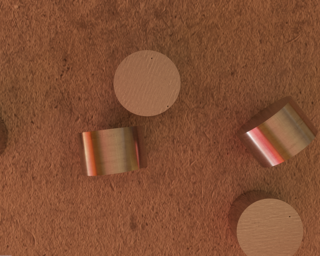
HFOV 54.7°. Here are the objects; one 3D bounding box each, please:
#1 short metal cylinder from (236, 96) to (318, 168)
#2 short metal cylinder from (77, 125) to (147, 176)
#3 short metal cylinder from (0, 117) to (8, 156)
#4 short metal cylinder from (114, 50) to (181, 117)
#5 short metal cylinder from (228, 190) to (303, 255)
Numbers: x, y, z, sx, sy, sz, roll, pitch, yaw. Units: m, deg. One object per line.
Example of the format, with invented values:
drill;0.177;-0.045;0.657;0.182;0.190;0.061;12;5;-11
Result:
short metal cylinder;0.143;0.004;0.383;0.080;0.080;0.050;-38;90;0
short metal cylinder;-0.058;0.026;0.382;0.080;0.080;0.050;-7;90;0
short metal cylinder;-0.247;0.012;0.395;0.081;0.050;0.080;0;90;0
short metal cylinder;-0.015;-0.054;0.397;0.081;0.050;0.080;0;90;0
short metal cylinder;0.133;0.125;0.398;0.081;0.050;0.080;0;90;0
